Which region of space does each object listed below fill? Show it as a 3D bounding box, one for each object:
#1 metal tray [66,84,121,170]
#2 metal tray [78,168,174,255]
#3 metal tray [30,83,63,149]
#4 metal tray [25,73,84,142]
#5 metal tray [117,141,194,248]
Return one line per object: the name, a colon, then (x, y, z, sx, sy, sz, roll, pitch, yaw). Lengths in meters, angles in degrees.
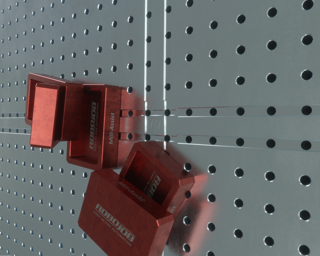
metal tray: (-0.107, -0.003, 0.491, 0.090, 0.030, 0.129, 7, 94, 39)
metal tray: (-0.050, 0.122, 0.406, 0.130, 0.030, 0.089, 28, 107, 36)
metal tray: (-0.167, -0.024, 0.488, 0.130, 0.030, 0.089, -129, 48, -79)
metal tray: (-0.177, -0.038, 0.508, 0.130, 0.030, 0.089, 18, 104, 41)
metal tray: (-0.021, 0.094, 0.421, 0.090, 0.030, 0.129, 40, 114, 32)
